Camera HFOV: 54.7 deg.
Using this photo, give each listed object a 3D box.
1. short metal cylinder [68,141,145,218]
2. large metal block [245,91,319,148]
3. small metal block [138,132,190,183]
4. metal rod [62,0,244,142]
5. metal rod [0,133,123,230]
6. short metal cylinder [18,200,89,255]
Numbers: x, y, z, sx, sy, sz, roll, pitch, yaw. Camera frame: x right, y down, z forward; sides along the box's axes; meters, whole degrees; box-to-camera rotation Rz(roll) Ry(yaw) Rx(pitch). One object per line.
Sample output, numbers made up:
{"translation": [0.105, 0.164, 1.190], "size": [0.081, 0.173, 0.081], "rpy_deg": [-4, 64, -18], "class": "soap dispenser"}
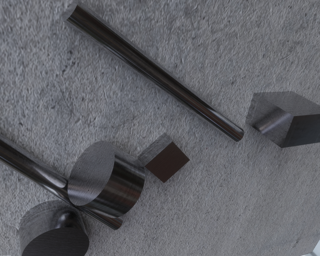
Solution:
{"translation": [-0.065, 0.062, 0.374], "size": [0.080, 0.080, 0.050], "rpy_deg": [-49, 129, 6], "class": "short metal cylinder"}
{"translation": [0.191, -0.016, 0.466], "size": [0.081, 0.080, 0.050], "rpy_deg": [-5, 121, -26], "class": "large metal block"}
{"translation": [0.006, 0.042, 0.437], "size": [0.050, 0.025, 0.050], "rpy_deg": [-42, 130, 1], "class": "small metal block"}
{"translation": [0.017, -0.050, 0.384], "size": [0.301, 0.025, 0.025], "rpy_deg": [31, 101, -38], "class": "metal rod"}
{"translation": [-0.141, 0.052, 0.362], "size": [0.025, 0.025, 0.300], "rpy_deg": [-41, 130, 0], "class": "metal rod"}
{"translation": [-0.138, 0.141, 0.403], "size": [0.081, 0.050, 0.079], "rpy_deg": [-14, 124, -21], "class": "short metal cylinder"}
